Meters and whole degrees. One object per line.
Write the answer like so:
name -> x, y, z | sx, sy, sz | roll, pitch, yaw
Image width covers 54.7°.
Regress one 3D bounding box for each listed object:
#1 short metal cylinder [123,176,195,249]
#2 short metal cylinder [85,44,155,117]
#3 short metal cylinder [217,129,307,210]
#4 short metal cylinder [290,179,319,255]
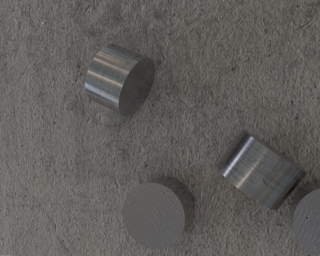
short metal cylinder -> 0.000, 0.105, 0.396 | 0.080, 0.050, 0.080 | 0, 90, 20
short metal cylinder -> -0.049, -0.061, 0.397 | 0.050, 0.080, 0.080 | 26, 99, 18
short metal cylinder -> 0.110, 0.044, 0.341 | 0.080, 0.080, 0.050 | 37, 102, 16
short metal cylinder -> 0.184, 0.097, 0.331 | 0.080, 0.050, 0.080 | 0, 90, 20
